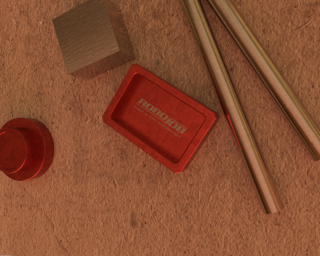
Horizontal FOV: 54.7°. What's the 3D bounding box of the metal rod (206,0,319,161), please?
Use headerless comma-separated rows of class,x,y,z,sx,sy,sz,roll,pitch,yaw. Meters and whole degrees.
metal rod,0.109,-0.096,0.370,0.025,0.025,0.299,-33,80,17

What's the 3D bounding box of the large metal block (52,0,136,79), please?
large metal block,-0.090,-0.122,0.426,0.080,0.050,0.080,-20,84,18

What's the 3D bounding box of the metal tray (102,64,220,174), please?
metal tray,-0.001,-0.014,0.405,0.130,0.030,0.090,34,101,16

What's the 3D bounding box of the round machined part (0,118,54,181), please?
round machined part,-0.217,0.033,0.474,0.098,0.042,0.097,0,90,19

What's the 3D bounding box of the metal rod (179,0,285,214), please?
metal rod,0.082,-0.043,0.379,0.025,0.025,0.299,-23,83,18
